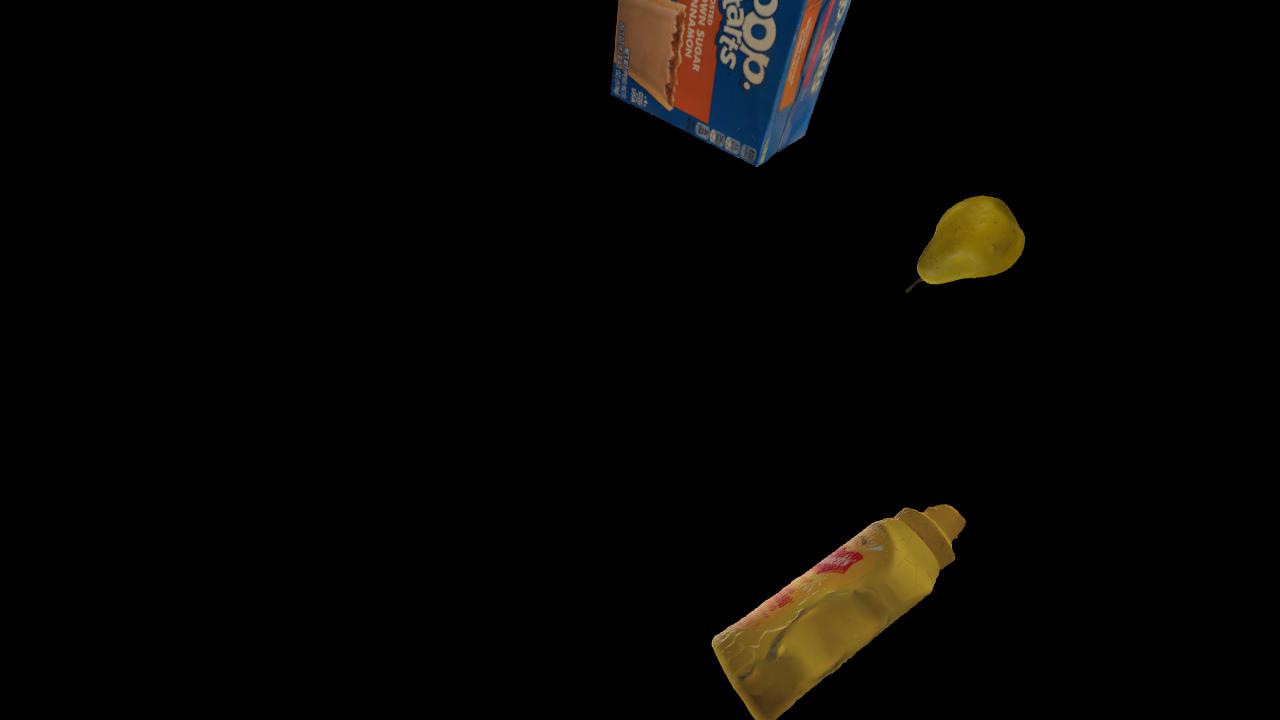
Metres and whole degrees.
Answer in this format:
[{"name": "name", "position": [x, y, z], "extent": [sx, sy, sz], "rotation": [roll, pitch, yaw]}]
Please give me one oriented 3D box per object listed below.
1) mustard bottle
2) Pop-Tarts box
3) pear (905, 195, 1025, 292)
[{"name": "mustard bottle", "position": [0.135, 0.153, 0.398], "extent": [0.184, 0.054, 0.092], "rotation": [-34, -16, -6]}, {"name": "Pop-Tarts box", "position": [0.063, -0.247, 0.424], "extent": [0.141, 0.167, 0.083], "rotation": [34, 53, 19]}, {"name": "pear", "position": [0.310, -0.106, 0.602], "extent": [0.080, 0.080, 0.111], "rotation": [0, -27, -48]}]
